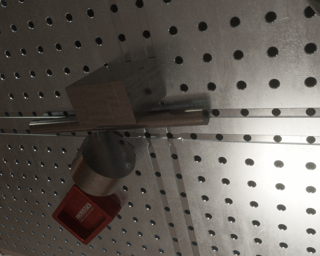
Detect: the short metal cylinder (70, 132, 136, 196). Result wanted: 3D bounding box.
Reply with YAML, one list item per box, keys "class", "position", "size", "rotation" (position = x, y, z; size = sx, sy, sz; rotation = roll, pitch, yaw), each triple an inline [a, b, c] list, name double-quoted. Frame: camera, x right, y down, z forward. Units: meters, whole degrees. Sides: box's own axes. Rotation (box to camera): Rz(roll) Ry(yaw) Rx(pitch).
- class: "short metal cylinder"
  position: [-0.082, 0.051, 0.449]
  size: [0.080, 0.080, 0.050]
  rotation: [38, 129, 2]

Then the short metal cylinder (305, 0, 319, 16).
- class: "short metal cylinder"
  position: [0.136, -0.129, 0.224]
  size: [0.050, 0.080, 0.080]
  rotation: [48, 129, -6]

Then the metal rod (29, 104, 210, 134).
- class: "metal rod"
  position: [-0.076, -0.009, 0.443]
  size: [0.300, 0.025, 0.025]
  rotation: [-3, 117, 29]

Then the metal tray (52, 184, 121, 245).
- class: "metal tray"
  position: [-0.140, 0.157, 0.576]
  size: [0.090, 0.030, 0.129]
  rotation: [41, 129, 0]

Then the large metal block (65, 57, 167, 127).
- class: "large metal block"
  position: [-0.050, -0.044, 0.373]
  size: [0.080, 0.080, 0.050]
  rotation: [-2, 117, 29]
